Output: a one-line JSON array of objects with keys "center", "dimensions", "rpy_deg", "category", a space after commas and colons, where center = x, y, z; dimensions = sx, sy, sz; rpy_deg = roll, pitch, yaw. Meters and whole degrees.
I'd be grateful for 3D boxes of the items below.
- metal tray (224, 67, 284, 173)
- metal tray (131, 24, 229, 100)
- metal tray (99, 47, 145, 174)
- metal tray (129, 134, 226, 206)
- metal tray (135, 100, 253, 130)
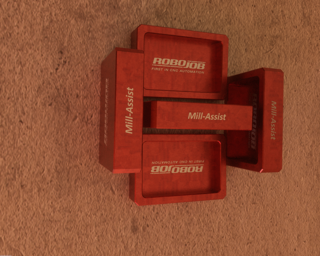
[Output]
[{"center": [0.124, -0.010, 0.421], "dimensions": [0.030, 0.090, 0.129], "rpy_deg": [1, 90, -20], "category": "metal tray"}, {"center": [0.027, -0.084, 0.417], "dimensions": [0.131, 0.030, 0.089], "rpy_deg": [0, 93, -20], "category": "metal tray"}, {"center": [-0.047, -0.018, 0.358], "dimensions": [0.030, 0.090, 0.129], "rpy_deg": [1, 90, -21], "category": "metal tray"}, {"center": [0.026, 0.053, 0.418], "dimensions": [0.131, 0.030, 0.089], "rpy_deg": [1, 89, -20], "category": "metal tray"}, {"center": [0.038, -0.014, 0.391], "dimensions": [0.131, 0.090, 0.030], "rpy_deg": [1, 91, -20], "category": "metal tray"}]
